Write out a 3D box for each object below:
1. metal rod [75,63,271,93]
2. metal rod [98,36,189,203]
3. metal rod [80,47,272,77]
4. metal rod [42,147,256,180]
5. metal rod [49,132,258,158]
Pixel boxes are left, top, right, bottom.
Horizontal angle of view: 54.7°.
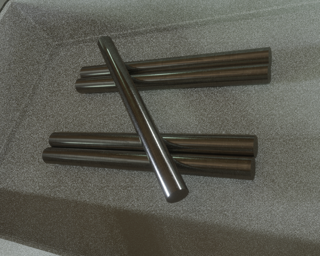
[{"bbox_3d":[0.000,-0.068,0.445,0.300,0.025,0.025,1,62,28],"label":"metal rod"},{"bbox_3d":[-0.036,-0.034,0.412,0.025,0.025,0.300,-33,51,7],"label":"metal rod"},{"bbox_3d":[0.005,-0.090,0.456,0.300,0.025,0.025,1,62,28],"label":"metal rod"},{"bbox_3d":[-0.035,0.042,0.396,0.300,0.025,0.025,0,62,28],"label":"metal rod"},{"bbox_3d":[-0.029,0.019,0.407,0.300,0.025,0.025,0,62,28],"label":"metal rod"}]
